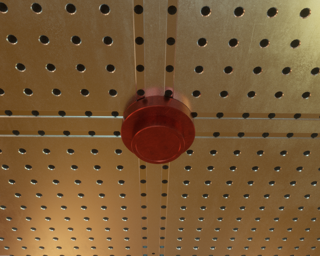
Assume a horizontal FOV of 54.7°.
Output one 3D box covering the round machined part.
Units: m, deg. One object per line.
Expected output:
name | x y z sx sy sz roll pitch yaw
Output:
round machined part | -0.003 0.010 0.408 0.099 0.042 0.097 -1 130 0
